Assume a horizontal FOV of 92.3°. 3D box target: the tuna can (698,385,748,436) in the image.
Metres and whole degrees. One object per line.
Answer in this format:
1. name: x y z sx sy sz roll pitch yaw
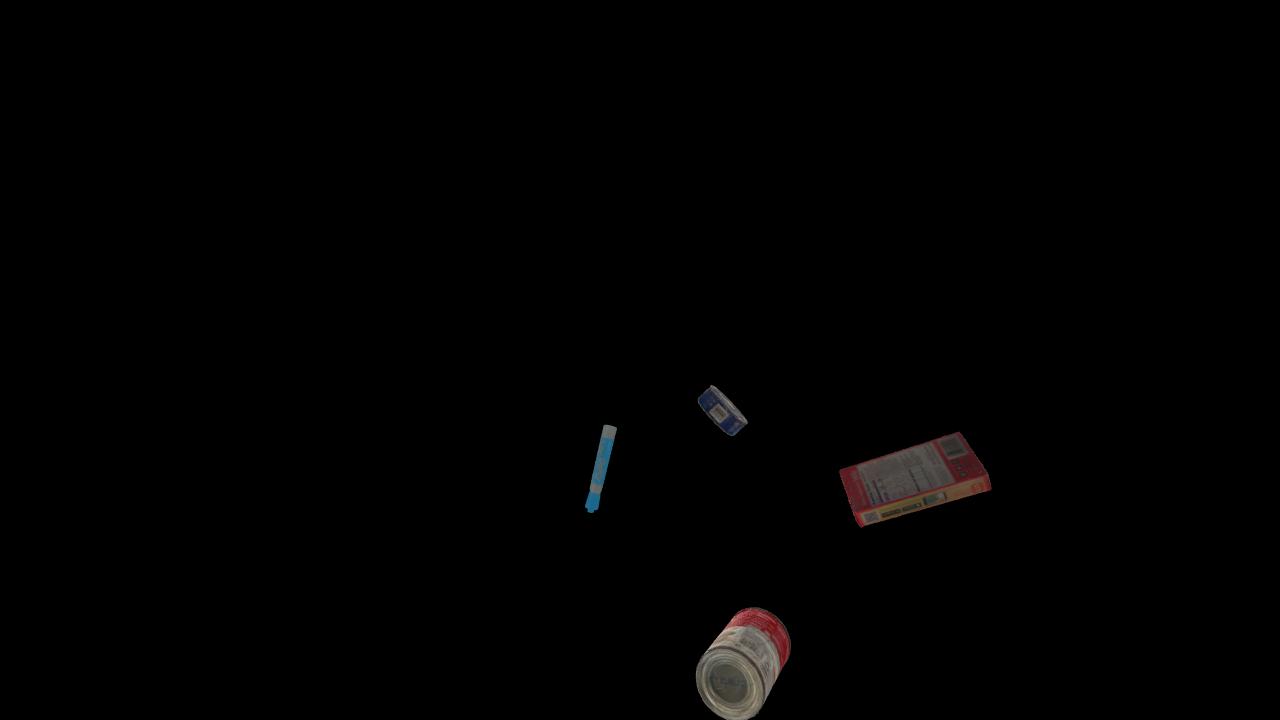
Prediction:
1. tuna can: 0.131 0.081 0.979 0.034 0.084 0.084 -45 -9 9

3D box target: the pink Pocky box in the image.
1. pink Pocky box: 0.330 0.145 0.750 0.155 0.029 0.084 -22 25 15

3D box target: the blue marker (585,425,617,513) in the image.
1. blue marker: -0.053 0.148 0.834 0.020 0.121 0.020 13 3 -1

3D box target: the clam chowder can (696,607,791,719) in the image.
1. clam chowder can: 0.102 0.293 0.598 0.068 0.068 0.102 0 0 26
